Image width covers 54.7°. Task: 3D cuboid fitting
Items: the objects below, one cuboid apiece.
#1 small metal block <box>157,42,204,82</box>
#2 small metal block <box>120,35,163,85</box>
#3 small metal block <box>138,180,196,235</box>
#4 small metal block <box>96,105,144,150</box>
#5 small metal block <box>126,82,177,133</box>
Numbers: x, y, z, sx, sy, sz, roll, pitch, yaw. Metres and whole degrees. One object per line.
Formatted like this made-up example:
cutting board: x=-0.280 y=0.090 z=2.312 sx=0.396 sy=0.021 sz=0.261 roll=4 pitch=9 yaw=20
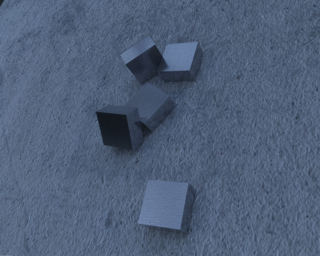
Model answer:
small metal block: x=0.030 y=-0.095 z=0.446 sx=0.050 sy=0.025 sz=0.050 roll=4 pitch=63 yaw=30
small metal block: x=-0.022 y=-0.100 z=0.461 sx=0.050 sy=0.050 sz=0.025 roll=-33 pitch=52 yaw=7
small metal block: x=0.009 y=0.087 z=0.346 sx=0.050 sy=0.025 sz=0.050 roll=-1 pitch=61 yaw=27
small metal block: x=-0.053 y=-0.001 z=0.413 sx=0.050 sy=0.050 sz=0.025 roll=7 pitch=28 yaw=31
small metal block: x=-0.014 y=-0.029 z=0.429 sx=0.050 sy=0.025 sz=0.050 roll=-49 pitch=51 yaw=-6
